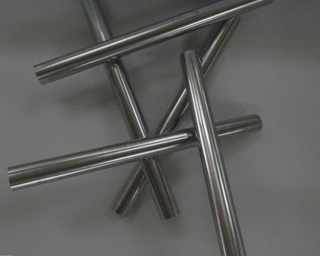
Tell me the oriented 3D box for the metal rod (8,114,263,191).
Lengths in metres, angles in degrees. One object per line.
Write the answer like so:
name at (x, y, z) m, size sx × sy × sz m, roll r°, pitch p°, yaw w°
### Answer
metal rod at (-0.011, 0.022, 0.362) m, size 0.302 × 0.025 × 0.025 m, roll -12°, pitch 90°, yaw -20°

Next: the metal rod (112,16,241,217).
metal rod at (0.022, -0.019, 0.411) m, size 0.025 × 0.025 × 0.299 m, roll 30°, pitch 90°, yaw 0°

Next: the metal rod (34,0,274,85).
metal rod at (-0.004, -0.116, 0.380) m, size 0.302 × 0.025 × 0.025 m, roll -21°, pitch 90°, yaw -4°

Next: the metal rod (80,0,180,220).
metal rod at (-0.040, -0.031, 0.393) m, size 0.025 × 0.025 × 0.299 m, roll -21°, pitch 83°, yaw 0°

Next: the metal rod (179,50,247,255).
metal rod at (0.060, 0.046, 0.343) m, size 0.025 × 0.025 × 0.299 m, roll -10°, pitch 70°, yaw 0°
